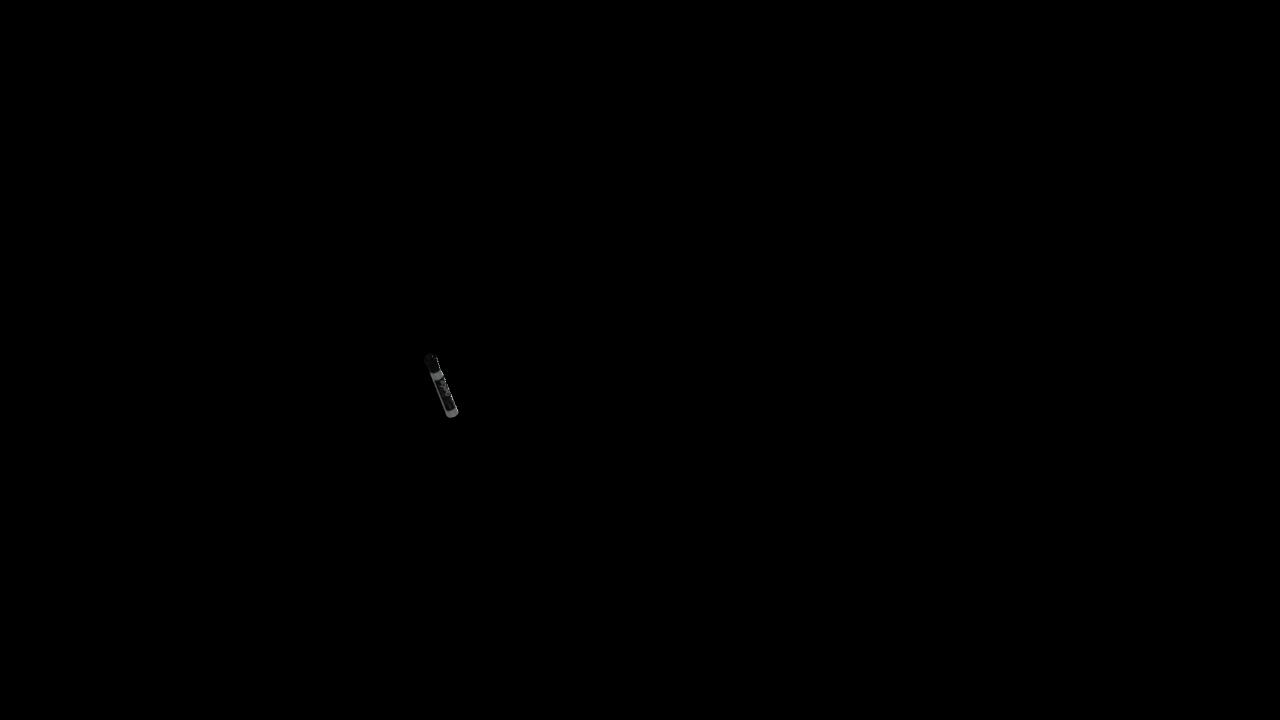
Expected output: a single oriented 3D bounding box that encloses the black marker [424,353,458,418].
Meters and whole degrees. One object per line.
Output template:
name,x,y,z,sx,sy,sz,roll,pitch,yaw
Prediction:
black marker,-0.298,0.039,0.921,0.020,0.121,0.020,-3,41,3
